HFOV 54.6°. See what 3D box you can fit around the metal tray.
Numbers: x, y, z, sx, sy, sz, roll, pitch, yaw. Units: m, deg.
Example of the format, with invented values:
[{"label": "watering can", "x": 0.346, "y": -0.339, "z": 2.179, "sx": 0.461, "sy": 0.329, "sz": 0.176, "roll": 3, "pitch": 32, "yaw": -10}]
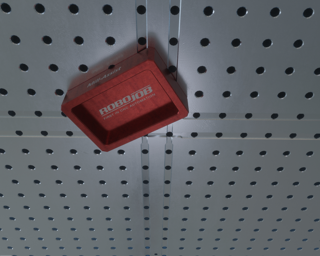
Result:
[{"label": "metal tray", "x": -0.042, "y": -0.029, "z": 0.382, "sx": 0.130, "sy": 0.030, "sz": 0.090, "roll": -24, "pitch": 126, "yaw": 19}]
